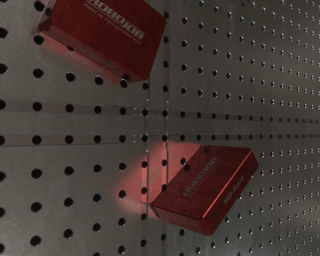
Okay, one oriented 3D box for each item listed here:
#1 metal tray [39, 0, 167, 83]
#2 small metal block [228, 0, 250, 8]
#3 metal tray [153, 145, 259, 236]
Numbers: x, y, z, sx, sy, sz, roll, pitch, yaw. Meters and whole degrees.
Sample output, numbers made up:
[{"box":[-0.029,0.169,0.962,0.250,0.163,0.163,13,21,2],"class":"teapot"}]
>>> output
[{"box":[-0.058,-0.121,0.358,0.131,0.030,0.090,27,73,-37],"class":"metal tray"},{"box":[0.130,-0.240,0.520,0.050,0.025,0.050,17,79,-39],"class":"small metal block"},{"box":[0.064,0.077,0.422,0.131,0.090,0.030,-44,117,-31],"class":"metal tray"}]
